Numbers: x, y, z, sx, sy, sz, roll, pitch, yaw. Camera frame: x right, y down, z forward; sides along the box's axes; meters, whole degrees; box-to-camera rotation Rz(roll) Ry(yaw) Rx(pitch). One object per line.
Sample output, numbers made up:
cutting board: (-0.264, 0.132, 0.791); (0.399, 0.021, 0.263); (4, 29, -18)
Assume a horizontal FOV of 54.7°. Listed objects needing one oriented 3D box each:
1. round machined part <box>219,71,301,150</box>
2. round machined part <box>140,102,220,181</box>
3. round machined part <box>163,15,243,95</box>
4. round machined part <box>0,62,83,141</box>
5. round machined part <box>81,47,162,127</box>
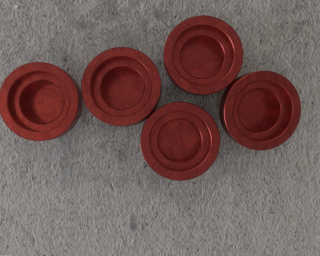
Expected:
round machined part: (0.124, -0.023, 0.397); (0.099, 0.042, 0.097); (-1, 97, -6)
round machined part: (0.025, 0.016, 0.401); (0.099, 0.042, 0.097); (0, 90, -1)
round machined part: (0.054, -0.090, 0.402); (0.099, 0.042, 0.097); (0, 90, 0)
round machined part: (-0.149, -0.033, 0.400); (0.099, 0.042, 0.097); (0, 90, 0)
round machined part: (-0.046, -0.050, 0.398); (0.099, 0.042, 0.097); (0, 85, 4)
